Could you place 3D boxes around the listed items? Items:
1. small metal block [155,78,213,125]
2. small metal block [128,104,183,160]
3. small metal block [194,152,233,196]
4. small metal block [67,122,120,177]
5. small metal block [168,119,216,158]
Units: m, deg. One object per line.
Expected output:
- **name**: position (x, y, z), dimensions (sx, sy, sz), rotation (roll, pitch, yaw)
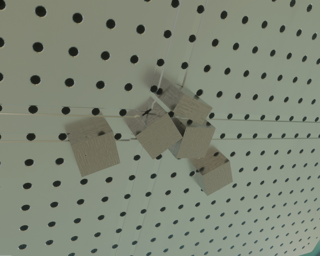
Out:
- **small metal block**: position (0.029, -0.034, 0.390), dimensions (0.050, 0.050, 0.025), rotation (21, 107, -36)
- **small metal block**: position (-0.005, 0.006, 0.411), dimensions (0.050, 0.025, 0.050), rotation (-37, 129, -4)
- **small metal block**: position (0.088, 0.075, 0.505), dimensions (0.050, 0.025, 0.050), rotation (-26, 128, -12)
- **small metal block**: position (-0.081, 0.026, 0.383), dimensions (0.050, 0.025, 0.050), rotation (-19, 126, -17)
- **small metal block**: position (0.045, 0.015, 0.445), dimensions (0.050, 0.025, 0.050), rotation (2, 118, -30)
